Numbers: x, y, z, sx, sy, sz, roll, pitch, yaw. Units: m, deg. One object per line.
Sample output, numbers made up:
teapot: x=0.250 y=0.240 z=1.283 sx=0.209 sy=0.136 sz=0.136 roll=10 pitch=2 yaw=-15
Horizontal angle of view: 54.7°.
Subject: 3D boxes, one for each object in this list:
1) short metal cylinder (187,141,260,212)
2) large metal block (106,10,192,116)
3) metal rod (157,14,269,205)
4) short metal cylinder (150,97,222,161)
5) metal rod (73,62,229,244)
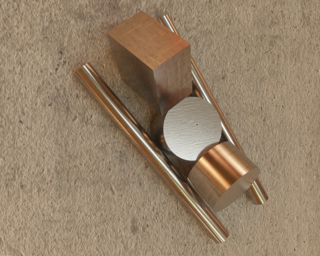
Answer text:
short metal cylinder: x=0.083 y=0.064 z=0.405 sx=0.080 sy=0.080 sz=0.050 roll=-33 pitch=59 yaw=-17
large metal block: x=-0.009 y=-0.074 z=0.361 sx=0.050 sy=0.080 sz=0.080 roll=-38 pitch=61 yaw=-16
metal rod: x=0.076 y=-0.018 z=0.438 sx=0.025 sy=0.025 sz=0.299 roll=-34 pitch=101 yaw=-17
short metal cylinder: x=0.033 y=0.001 z=0.409 sx=0.081 sy=0.050 sz=0.080 roll=0 pitch=90 yaw=-20
metal rod: x=-0.004 y=0.042 z=0.408 sx=0.025 sy=0.025 sz=0.300 roll=-43 pitch=104 yaw=-15
